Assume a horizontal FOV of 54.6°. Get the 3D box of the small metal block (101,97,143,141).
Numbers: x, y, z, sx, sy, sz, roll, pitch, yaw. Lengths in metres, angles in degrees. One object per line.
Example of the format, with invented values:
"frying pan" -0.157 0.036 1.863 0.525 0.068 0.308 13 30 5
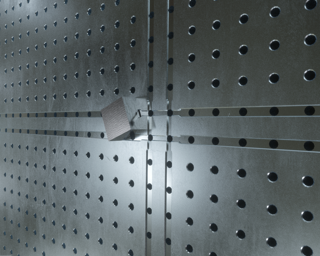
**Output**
"small metal block" -0.057 -0.013 0.458 0.050 0.025 0.050 -26 74 37
